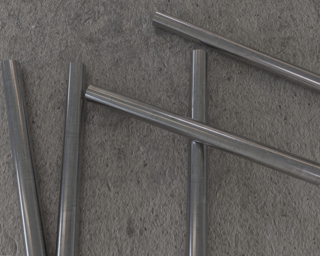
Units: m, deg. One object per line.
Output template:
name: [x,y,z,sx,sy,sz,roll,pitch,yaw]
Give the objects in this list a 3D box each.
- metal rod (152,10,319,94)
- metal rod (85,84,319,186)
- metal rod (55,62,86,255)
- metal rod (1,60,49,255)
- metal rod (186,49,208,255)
metal rod: [0.129,-0.104,0.446,0.301,0.025,0.025,25,72,8]
metal rod: [0.041,0.002,0.380,0.301,0.025,0.025,20,71,16]
metal rod: [-0.111,0.053,0.387,0.025,0.025,0.299,-2,70,-1]
metal rod: [-0.170,0.046,0.390,0.025,0.025,0.299,-15,71,-5]
metal rod: [0.048,0.034,0.395,0.025,0.025,0.299,3,70,1]
